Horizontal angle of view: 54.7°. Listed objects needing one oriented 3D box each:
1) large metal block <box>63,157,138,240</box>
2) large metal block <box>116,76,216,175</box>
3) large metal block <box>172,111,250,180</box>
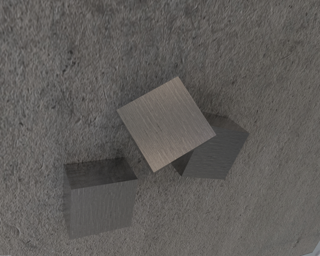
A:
[{"bbox_3d":[-0.080,0.089,0.402,0.081,0.050,0.079,-5,121,-26],"label":"large metal block"},{"bbox_3d":[0.006,-0.001,0.365,0.080,0.080,0.050,-30,171,-9],"label":"large metal block"},{"bbox_3d":[0.066,0.024,0.442,0.081,0.050,0.079,10,113,-33],"label":"large metal block"}]
